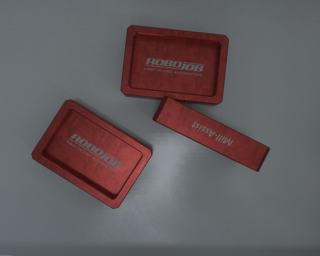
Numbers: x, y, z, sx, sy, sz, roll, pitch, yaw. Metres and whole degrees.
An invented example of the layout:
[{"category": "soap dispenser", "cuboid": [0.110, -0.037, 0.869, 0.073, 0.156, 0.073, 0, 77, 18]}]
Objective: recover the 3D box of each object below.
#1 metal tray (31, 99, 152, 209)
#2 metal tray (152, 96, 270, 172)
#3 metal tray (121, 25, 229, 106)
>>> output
[{"category": "metal tray", "cuboid": [-0.087, 0.033, 0.407, 0.130, 0.030, 0.090, 32, 90, -1]}, {"category": "metal tray", "cuboid": [0.056, 0.006, 0.379, 0.131, 0.090, 0.030, 27, 90, -1]}, {"category": "metal tray", "cuboid": [0.019, -0.081, 0.409, 0.131, 0.030, 0.089, 6, 90, -1]}]
